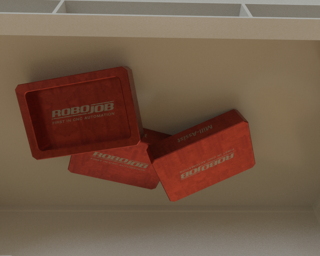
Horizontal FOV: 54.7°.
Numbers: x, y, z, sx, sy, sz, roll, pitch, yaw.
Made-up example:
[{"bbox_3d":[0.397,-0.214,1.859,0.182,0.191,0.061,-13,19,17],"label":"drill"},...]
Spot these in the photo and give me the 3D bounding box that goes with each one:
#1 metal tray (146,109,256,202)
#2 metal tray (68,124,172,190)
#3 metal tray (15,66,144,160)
[{"bbox_3d":[0.058,0.039,0.418,0.131,0.030,0.090,-24,129,-1],"label":"metal tray"},{"bbox_3d":[-0.055,0.037,0.436,0.131,0.030,0.089,15,129,-13],"label":"metal tray"},{"bbox_3d":[-0.091,-0.017,0.363,0.131,0.030,0.089,-9,101,7],"label":"metal tray"}]
